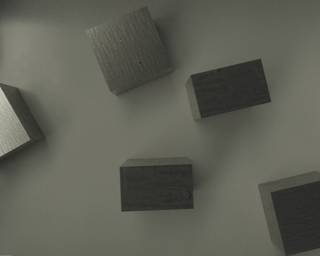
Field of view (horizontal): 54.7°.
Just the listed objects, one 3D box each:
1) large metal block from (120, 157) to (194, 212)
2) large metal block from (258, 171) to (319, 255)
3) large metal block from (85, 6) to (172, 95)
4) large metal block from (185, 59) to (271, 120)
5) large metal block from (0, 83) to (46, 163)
[{"bbox_3d":[-0.004,0.066,0.384,0.081,0.080,0.050,-2,90,0],"label":"large metal block"},{"bbox_3d":[0.182,0.107,0.400,0.080,0.050,0.080,-14,90,0],"label":"large metal block"},{"bbox_3d":[-0.038,-0.096,0.398,0.080,0.050,0.080,-22,90,0],"label":"large metal block"},{"bbox_3d":[0.079,-0.044,0.384,0.080,0.080,0.050,-13,90,0],"label":"large metal block"},{"bbox_3d":[-0.211,-0.001,0.397,0.080,0.050,0.080,-30,90,0],"label":"large metal block"}]
